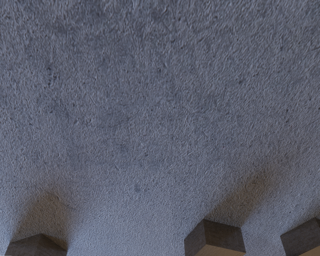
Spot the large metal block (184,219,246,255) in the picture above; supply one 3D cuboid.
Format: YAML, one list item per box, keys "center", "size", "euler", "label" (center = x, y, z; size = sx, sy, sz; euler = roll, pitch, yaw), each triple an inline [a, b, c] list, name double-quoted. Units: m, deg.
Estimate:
- center: [0.100, 0.222, 0.580]
  size: [0.081, 0.050, 0.079]
  euler: [18, 128, -15]
  label: "large metal block"

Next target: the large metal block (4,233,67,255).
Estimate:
- center: [-0.245, 0.258, 0.608]
  size: [0.080, 0.050, 0.080]
  euler: [-21, 127, 16]
  label: "large metal block"

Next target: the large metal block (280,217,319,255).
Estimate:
- center: [0.291, 0.221, 0.581]
  size: [0.080, 0.050, 0.080]
  euler: [29, 124, -23]
  label: "large metal block"
